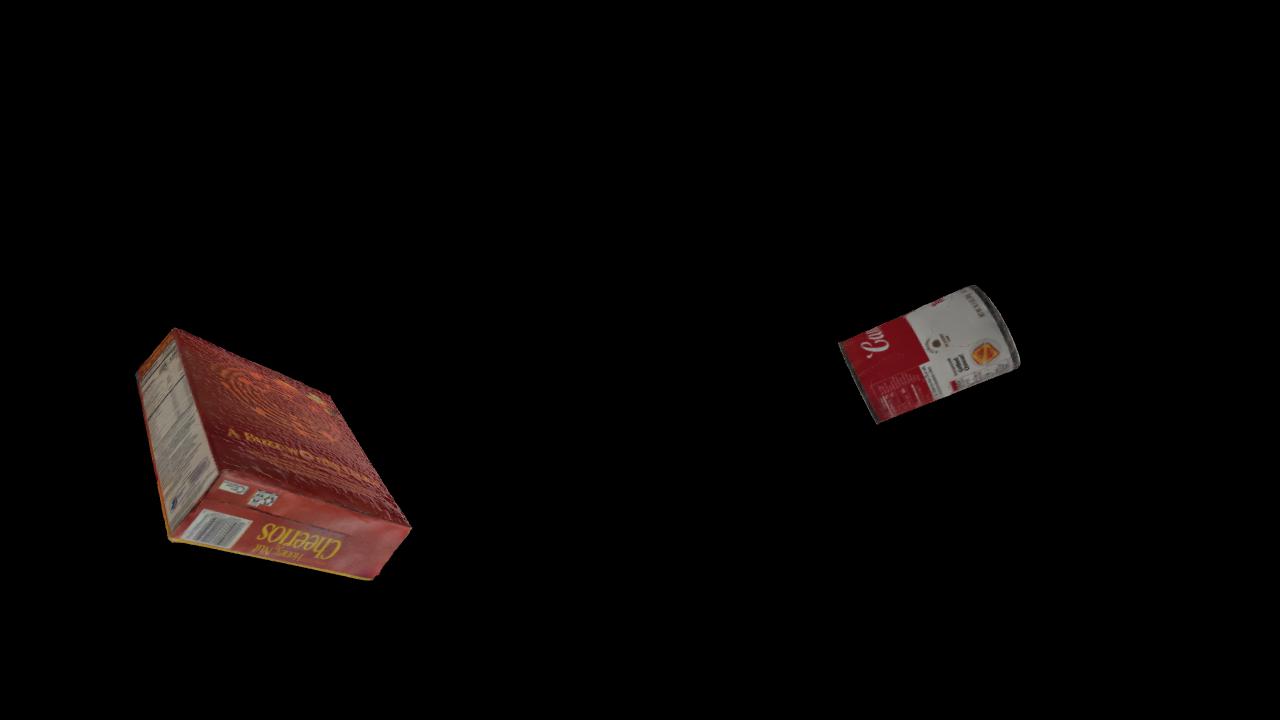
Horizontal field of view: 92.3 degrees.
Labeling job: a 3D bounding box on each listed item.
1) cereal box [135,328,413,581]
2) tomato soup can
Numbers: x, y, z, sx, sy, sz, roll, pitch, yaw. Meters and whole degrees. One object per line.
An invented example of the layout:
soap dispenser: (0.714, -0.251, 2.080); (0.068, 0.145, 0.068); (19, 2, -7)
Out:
cereal box: (-0.397, 0.095, 0.658); (0.306, 0.081, 0.203); (33, -5, 40)
tomato soup can: (0.205, -0.003, 0.442); (0.101, 0.068, 0.068); (-26, -9, 19)
